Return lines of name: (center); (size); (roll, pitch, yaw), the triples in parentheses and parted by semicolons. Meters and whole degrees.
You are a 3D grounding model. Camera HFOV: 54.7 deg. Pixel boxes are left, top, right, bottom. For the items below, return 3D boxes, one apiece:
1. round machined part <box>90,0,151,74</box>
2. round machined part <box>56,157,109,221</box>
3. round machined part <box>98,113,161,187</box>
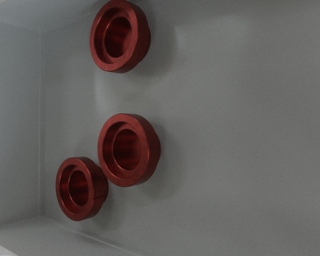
round machined part: (-0.052, -0.125, 0.436); (0.098, 0.042, 0.097); (0, 90, 39)
round machined part: (-0.120, 0.094, 0.492); (0.098, 0.042, 0.097); (0, 90, 39)
round machined part: (-0.038, 0.029, 0.425); (0.098, 0.042, 0.097); (0, 90, 39)
